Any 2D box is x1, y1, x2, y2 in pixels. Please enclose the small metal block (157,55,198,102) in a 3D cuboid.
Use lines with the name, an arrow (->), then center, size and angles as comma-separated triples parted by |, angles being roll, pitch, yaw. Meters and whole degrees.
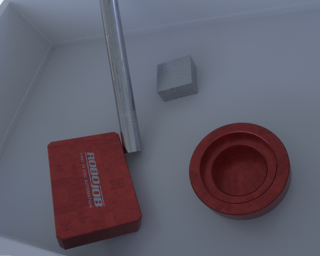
small metal block -> 0.024, -0.069, 0.435 | 0.050, 0.025, 0.050 | -13, 56, 21

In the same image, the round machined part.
round machined part -> 0.084, 0.047, 0.322 | 0.098, 0.042, 0.098 | -13, 56, 20

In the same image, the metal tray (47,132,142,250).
metal tray -> -0.082, 0.068, 0.374 | 0.091, 0.030, 0.130 | -9, 51, -16

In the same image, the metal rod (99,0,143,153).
metal rod -> -0.060, -0.115, 0.419 | 0.025, 0.025, 0.298 | -12, 85, 21
